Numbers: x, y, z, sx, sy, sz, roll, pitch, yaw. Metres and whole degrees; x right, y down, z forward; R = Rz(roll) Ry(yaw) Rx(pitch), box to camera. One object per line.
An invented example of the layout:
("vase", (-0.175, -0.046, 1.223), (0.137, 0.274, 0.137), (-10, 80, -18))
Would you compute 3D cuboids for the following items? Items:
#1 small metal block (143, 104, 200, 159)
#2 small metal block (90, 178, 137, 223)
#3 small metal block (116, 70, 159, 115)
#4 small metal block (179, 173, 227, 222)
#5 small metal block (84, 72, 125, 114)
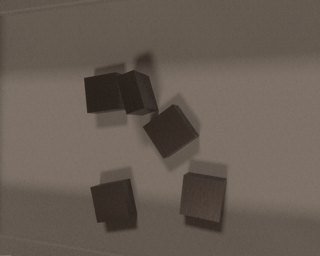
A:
("small metal block", (0.014, 0.005, 0.405), (0.050, 0.025, 0.050), (-37, 79, 16))
("small metal block", (-0.064, 0.101, 0.432), (0.050, 0.025, 0.050), (-13, 86, 19))
("small metal block", (-0.028, -0.044, 0.406), (0.025, 0.050, 0.050), (-18, 84, 19))
("small metal block", (0.055, 0.086, 0.391), (0.050, 0.025, 0.050), (7, 92, 19))
("small metal block", (-0.076, -0.048, 0.436), (0.050, 0.025, 0.050), (-6, 88, 19))
